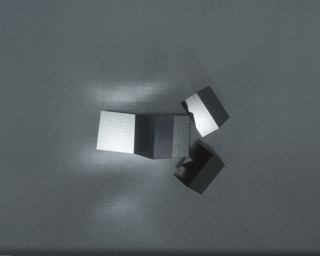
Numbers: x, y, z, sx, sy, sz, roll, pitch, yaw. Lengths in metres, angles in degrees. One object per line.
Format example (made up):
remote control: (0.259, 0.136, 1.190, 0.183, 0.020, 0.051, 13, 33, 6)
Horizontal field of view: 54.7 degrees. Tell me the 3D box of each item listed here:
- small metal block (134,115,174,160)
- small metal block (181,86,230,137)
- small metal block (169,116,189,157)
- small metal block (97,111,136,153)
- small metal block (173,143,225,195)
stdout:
small metal block: (-0.009, 0.010, 0.379, 0.025, 0.050, 0.050, 1, 93, -32)
small metal block: (0.059, -0.022, 0.395, 0.025, 0.050, 0.050, -32, 91, 32)
small metal block: (0.022, 0.010, 0.398, 0.025, 0.050, 0.050, 1, 90, 0)
small metal block: (-0.053, 0.005, 0.408, 0.050, 0.025, 0.050, 7, 90, -1)
small metal block: (0.051, 0.053, 0.395, 0.025, 0.050, 0.050, 38, 89, 35)
